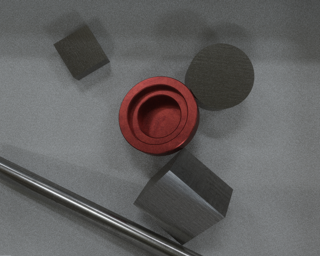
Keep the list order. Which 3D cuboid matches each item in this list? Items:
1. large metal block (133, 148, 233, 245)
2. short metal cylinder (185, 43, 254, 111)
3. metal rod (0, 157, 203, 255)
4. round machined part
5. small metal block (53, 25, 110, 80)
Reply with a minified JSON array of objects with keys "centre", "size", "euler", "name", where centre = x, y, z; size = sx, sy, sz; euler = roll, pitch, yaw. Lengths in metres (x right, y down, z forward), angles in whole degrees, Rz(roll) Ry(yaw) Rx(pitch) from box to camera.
[{"centre":[0.028,0.084,0.380],"size":[0.080,0.050,0.080],"euler":[41,125,-2],"name":"large metal block"},{"centre":[0.074,-0.063,0.400],"size":[0.081,0.050,0.079],"euler":[0,90,-1],"name":"short metal cylinder"},{"centre":[-0.086,0.107,0.391],"size":[0.301,0.025,0.025],"euler":[24,90,7],"name":"metal rod"},{"centre":[0.001,-0.012,0.393],"size":[0.098,0.042,0.098],"euler":[-4,75,14],"name":"round machined part"},{"centre":[-0.102,-0.099,0.410],"size":[0.050,0.025,0.050],"euler":[-31,90,-1],"name":"small metal block"}]
